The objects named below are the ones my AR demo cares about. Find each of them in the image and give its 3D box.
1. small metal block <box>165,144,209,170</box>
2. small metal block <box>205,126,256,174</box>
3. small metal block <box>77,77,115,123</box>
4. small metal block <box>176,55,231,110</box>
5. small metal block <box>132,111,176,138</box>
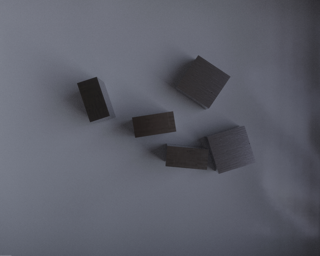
[{"bbox_3d":[0.033,0.036,0.399,0.050,0.050,0.025,5,90,0],"label":"small metal block"},{"bbox_3d":[0.093,0.028,0.412,0.050,0.025,0.050,-17,90,0],"label":"small metal block"},{"bbox_3d":[-0.080,-0.034,0.398,0.025,0.050,0.050,-18,90,0],"label":"small metal block"},{"bbox_3d":[0.056,-0.060,0.412,0.050,0.025,0.050,34,90,0],"label":"small metal block"},{"bbox_3d":[-0.007,-0.004,0.399,0.050,0.050,0.025,-9,90,0],"label":"small metal block"}]
